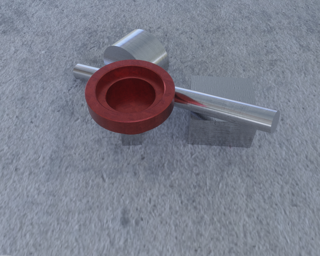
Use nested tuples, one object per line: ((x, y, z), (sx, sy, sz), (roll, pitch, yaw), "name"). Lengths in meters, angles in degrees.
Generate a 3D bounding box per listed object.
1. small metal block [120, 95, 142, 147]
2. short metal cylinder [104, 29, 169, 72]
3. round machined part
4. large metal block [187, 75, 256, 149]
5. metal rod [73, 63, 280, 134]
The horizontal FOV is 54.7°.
((-0.037, -0.011, 0.398), (0.025, 0.050, 0.050), (-2, 50, -2), "small metal block")
((-0.034, -0.094, 0.448), (0.080, 0.080, 0.050), (30, 56, 22), "short metal cylinder")
((-0.033, -0.031, 0.355), (0.099, 0.042, 0.098), (0, 51, 0), "round machined part")
((0.079, -0.022, 0.408), (0.080, 0.050, 0.080), (4, 50, 2), "large metal block")
((-0.003, -0.046, 0.395), (0.300, 0.025, 0.025), (19, 51, 32), "metal rod")
